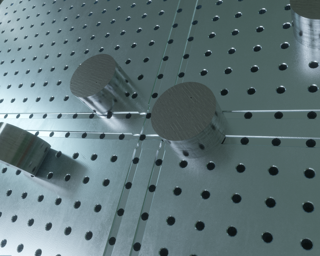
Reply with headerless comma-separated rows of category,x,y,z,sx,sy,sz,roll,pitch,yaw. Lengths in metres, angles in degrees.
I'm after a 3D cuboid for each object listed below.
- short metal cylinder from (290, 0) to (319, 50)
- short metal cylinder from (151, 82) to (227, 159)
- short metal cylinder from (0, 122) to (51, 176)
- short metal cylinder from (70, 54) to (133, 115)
short metal cylinder,0.202,-0.142,0.373,0.080,0.050,0.080,-13,56,20
short metal cylinder,0.036,-0.009,0.378,0.080,0.050,0.080,-13,56,20
short metal cylinder,-0.213,0.033,0.462,0.080,0.080,0.050,10,67,32
short metal cylinder,-0.090,-0.067,0.479,0.080,0.050,0.080,-13,57,21
